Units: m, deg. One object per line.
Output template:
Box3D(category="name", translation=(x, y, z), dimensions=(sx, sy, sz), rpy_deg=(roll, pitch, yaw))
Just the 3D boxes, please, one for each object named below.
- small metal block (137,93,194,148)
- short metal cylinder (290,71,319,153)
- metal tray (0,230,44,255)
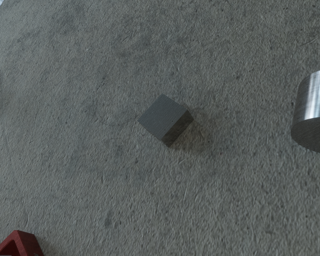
Box3D(category="small metal block", translation=(0.007, -0.011, 0.407), dimensions=(0.050, 0.025, 0.050), rpy_deg=(-48, 51, -6))
Box3D(category="short metal cylinder", translation=(0.168, -0.012, 0.288), dimensions=(0.080, 0.080, 0.050), rpy_deg=(6, 65, 31))
Box3D(category="metal tray", translation=(-0.172, 0.200, 0.367), dimensions=(0.090, 0.030, 0.130), rpy_deg=(-46, 51, -4))
